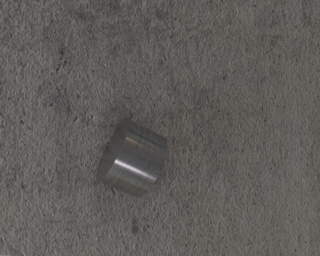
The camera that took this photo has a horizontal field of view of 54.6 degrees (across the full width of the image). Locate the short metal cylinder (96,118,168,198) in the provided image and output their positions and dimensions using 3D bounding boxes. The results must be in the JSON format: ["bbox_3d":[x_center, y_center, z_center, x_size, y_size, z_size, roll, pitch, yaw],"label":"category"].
[{"bbox_3d":[-0.034,0.035,0.367,0.050,0.080,0.080,28,81,-18],"label":"short metal cylinder"}]
